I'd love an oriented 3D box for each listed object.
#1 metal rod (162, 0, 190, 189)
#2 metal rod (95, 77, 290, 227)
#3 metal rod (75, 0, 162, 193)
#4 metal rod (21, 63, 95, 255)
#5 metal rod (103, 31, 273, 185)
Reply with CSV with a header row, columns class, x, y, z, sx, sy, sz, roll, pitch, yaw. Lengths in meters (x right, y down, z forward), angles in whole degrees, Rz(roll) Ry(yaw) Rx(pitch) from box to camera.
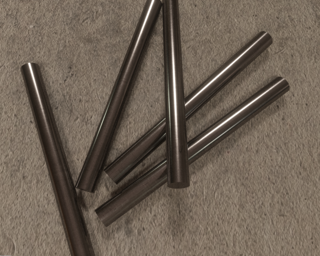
class,x,y,z,sx,sy,sz,roll,pitch,yaw
metal rod,0.018,-0.069,0.413,0.025,0.025,0.299,-1,62,-1
metal rod,0.050,0.023,0.400,0.301,0.025,0.025,-35,74,-12
metal rod,-0.050,-0.059,0.428,0.025,0.025,0.299,15,70,5
metal rod,-0.129,0.047,0.389,0.025,0.025,0.299,-20,71,-7
metal rod,0.047,-0.036,0.421,0.301,0.025,0.025,-42,76,-14
